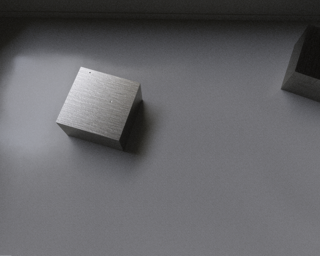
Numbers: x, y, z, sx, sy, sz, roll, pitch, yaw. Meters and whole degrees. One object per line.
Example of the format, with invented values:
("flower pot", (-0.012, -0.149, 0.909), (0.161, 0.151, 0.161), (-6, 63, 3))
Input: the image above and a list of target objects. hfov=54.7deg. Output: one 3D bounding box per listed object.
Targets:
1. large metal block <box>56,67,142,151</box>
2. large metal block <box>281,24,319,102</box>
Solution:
("large metal block", (-0.075, -0.024, 0.404), (0.080, 0.050, 0.080), (16, 71, 5))
("large metal block", (0.226, -0.085, 0.429), (0.080, 0.050, 0.080), (21, 71, 7))
